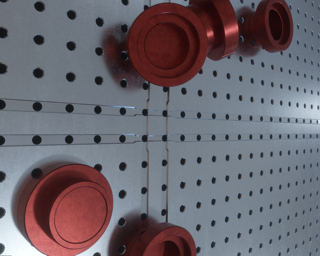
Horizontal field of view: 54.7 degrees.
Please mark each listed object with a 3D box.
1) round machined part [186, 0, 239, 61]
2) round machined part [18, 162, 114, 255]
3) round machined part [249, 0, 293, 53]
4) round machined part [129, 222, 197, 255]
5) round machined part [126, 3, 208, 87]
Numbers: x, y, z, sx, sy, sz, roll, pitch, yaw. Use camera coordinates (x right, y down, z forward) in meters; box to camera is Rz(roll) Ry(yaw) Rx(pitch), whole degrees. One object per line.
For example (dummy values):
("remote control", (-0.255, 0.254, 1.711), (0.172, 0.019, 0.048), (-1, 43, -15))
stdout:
("round machined part", (0.062, -0.138, 0.422), (0.042, 0.098, 0.097), (-24, 107, -11))
("round machined part", (-0.091, 0.086, 0.324), (0.099, 0.042, 0.097), (0, 90, -40))
("round machined part", (0.202, -0.187, 0.570), (0.099, 0.042, 0.097), (0, 90, -40))
("round machined part", (-0.002, 0.171, 0.399), (0.099, 0.042, 0.097), (0, 90, -40))
("round machined part", (0.006, -0.102, 0.387), (0.099, 0.042, 0.097), (-3, 104, -12))
